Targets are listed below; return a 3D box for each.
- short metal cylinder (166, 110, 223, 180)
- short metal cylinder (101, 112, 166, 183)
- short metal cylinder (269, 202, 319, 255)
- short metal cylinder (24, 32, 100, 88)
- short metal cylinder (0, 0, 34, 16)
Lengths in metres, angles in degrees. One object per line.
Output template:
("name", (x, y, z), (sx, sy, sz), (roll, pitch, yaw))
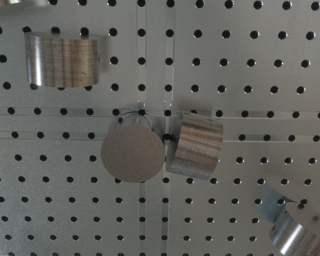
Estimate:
("short metal cylinder", (0.042, 0.022, 0.393), (0.050, 0.080, 0.079), (14, 110, -5))
("short metal cylinder", (-0.033, 0.025, 0.409), (0.081, 0.050, 0.079), (0, 110, -1))
("short metal cylinder", (0.206, 0.151, 0.443), (0.080, 0.080, 0.050), (20, 109, -8))
("short metal cylinder", (-0.110, -0.080, 0.353), (0.081, 0.080, 0.050), (4, 110, -2))
("short metal cylinder", (-0.184, -0.147, 0.327), (0.080, 0.080, 0.050), (-16, 110, 5))
